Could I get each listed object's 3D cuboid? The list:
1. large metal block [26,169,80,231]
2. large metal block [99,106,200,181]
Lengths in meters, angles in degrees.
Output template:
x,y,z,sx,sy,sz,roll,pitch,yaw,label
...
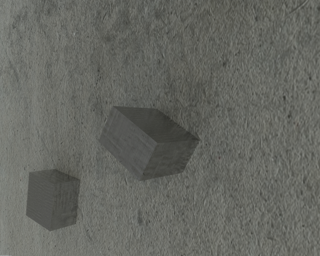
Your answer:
x,y,z,sx,sy,sz,roll,pitch,yaw,label
-0.189,0.123,0.545,0.080,0.050,0.079,11,97,39,large metal block
-0.013,0.016,0.380,0.080,0.081,0.050,38,114,33,large metal block
